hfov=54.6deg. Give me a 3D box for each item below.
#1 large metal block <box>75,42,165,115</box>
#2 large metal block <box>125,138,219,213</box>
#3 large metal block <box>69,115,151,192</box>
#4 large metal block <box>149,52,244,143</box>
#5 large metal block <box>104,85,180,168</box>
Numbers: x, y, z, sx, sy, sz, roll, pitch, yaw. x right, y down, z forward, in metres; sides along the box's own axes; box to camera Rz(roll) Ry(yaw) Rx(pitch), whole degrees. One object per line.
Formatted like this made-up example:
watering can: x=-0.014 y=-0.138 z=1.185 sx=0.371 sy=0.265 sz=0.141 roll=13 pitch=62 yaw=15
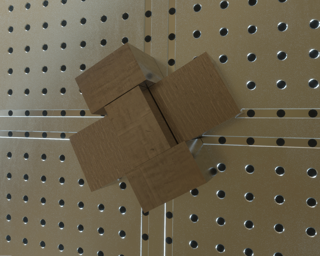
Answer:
large metal block: x=-0.046 y=-0.057 z=0.399 sx=0.080 sy=0.080 sz=0.050 roll=-30 pitch=80 yaw=18
large metal block: x=0.018 y=0.055 z=0.377 sx=0.080 sy=0.080 sz=0.050 roll=-30 pitch=80 yaw=17
large metal block: x=-0.064 y=0.031 z=0.423 sx=0.080 sy=0.050 sz=0.080 roll=-28 pitch=80 yaw=18
large metal block: x=0.046 y=-0.034 z=0.383 sx=0.080 sy=0.050 sz=0.080 roll=-30 pitch=82 yaw=17
large metal block: x=-0.013 y=-0.002 z=0.388 sx=0.050 sy=0.080 sz=0.080 roll=-30 pitch=80 yaw=18
